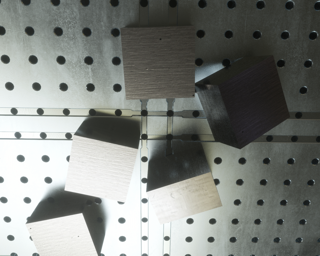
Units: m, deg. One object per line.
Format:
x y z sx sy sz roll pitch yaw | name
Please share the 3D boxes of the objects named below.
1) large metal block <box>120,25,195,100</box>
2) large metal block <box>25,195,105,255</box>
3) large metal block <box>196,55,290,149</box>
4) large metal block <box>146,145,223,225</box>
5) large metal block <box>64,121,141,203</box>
-0.001 -0.080 0.371 0.080 0.050 0.079 -2 110 1 | large metal block
-0.135 0.150 0.454 0.080 0.050 0.080 -12 110 4 | large metal block
0.099 -0.033 0.372 0.080 0.050 0.080 -30 110 -18 | large metal block
0.030 0.072 0.411 0.080 0.080 0.050 -19 109 7 | large metal block
-0.075 0.045 0.416 0.080 0.050 0.079 13 110 -5 | large metal block
